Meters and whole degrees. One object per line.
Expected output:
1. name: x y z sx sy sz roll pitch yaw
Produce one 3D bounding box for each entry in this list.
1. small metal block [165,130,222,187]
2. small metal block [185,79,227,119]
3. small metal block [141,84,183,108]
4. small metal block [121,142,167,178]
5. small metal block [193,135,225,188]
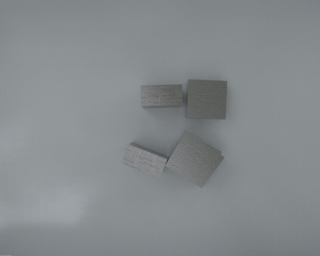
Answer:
1. small metal block: 0.040 0.037 0.387 0.050 0.025 0.050 31 90 -1
2. small metal block: 0.061 -0.037 0.412 0.050 0.025 0.050 2 90 -1
3. small metal block: 0.002 -0.040 0.399 0.050 0.050 0.025 -1 90 -1
4. small metal block: -0.019 0.040 0.399 0.050 0.050 0.025 21 90 -1
5. small metal block: 0.048 0.043 0.412 0.050 0.025 0.050 36 90 -1
